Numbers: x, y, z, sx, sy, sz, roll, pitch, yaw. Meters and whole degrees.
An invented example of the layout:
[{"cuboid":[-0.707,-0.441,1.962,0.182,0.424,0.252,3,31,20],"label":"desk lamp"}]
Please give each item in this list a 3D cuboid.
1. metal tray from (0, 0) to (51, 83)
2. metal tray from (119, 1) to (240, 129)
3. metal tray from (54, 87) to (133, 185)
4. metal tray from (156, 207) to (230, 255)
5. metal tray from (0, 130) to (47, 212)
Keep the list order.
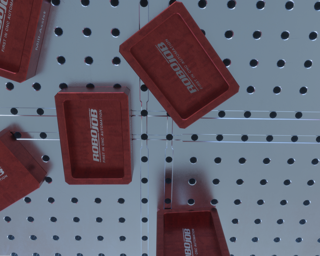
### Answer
[{"cuboid":[-0.184,-0.129,0.361,0.090,0.030,0.129,19,109,-7],"label":"metal tray"},{"cuboid":[0.025,-0.075,0.383,0.090,0.030,0.130,-36,107,12],"label":"metal tray"},{"cuboid":[-0.084,0.012,0.414,0.090,0.030,0.129,0,110,0],"label":"metal tray"},{"cuboid":[0.041,0.158,0.416,0.090,0.130,0.030,-3,110,1],"label":"metal tray"},{"cuboid":[-0.241,0.073,0.436,0.130,0.030,0.090,-31,107,10],"label":"metal tray"}]
